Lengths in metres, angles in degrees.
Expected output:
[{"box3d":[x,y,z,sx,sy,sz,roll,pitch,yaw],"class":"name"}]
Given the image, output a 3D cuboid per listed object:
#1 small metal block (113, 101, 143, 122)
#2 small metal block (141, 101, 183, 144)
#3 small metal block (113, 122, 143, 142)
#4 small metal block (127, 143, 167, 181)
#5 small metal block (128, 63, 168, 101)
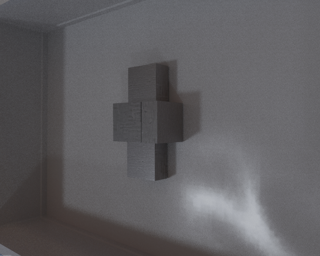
[{"box3d":[-0.026,-0.020,0.410,0.050,0.050,0.025,0,90,40],"class":"small metal block"},{"box3d":[0.003,-0.007,0.386,0.025,0.050,0.050,0,90,40],"class":"small metal block"},{"box3d":[-0.026,0.005,0.410,0.050,0.050,0.025,0,90,40],"class":"small metal block"},{"box3d":[-0.018,0.043,0.419,0.050,0.025,0.050,0,90,40],"class":"small metal block"},{"box3d":[-0.016,-0.058,0.418,0.050,0.025,0.050,0,90,40],"class":"small metal block"}]
